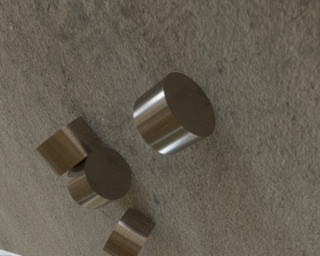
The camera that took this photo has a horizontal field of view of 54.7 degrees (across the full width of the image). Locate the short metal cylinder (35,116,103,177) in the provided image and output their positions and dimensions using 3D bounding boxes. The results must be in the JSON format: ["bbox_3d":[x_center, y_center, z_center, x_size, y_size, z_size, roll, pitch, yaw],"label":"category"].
[{"bbox_3d":[-0.132,0.026,0.454,0.080,0.080,0.050,-32,99,38],"label":"short metal cylinder"}]

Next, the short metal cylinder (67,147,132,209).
[{"bbox_3d":[-0.090,0.075,0.463,0.050,0.080,0.080,-32,101,38],"label":"short metal cylinder"}]

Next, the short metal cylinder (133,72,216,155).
[{"bbox_3d":[0.017,-0.016,0.351,0.050,0.080,0.080,-33,100,38],"label":"short metal cylinder"}]

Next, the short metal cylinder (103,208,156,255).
[{"bbox_3d":[-0.049,0.178,0.505,0.050,0.080,0.079,30,128,8],"label":"short metal cylinder"}]
